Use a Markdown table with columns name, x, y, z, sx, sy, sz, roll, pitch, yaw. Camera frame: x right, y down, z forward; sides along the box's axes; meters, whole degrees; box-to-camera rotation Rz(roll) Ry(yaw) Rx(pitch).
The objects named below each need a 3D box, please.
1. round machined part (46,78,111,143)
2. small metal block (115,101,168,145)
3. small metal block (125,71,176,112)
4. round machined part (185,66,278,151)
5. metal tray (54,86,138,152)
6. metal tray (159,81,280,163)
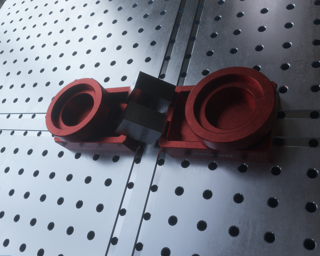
| name | x | y | z | sx | sy | sz | roll | pitch | yaw |
| --- | --- | --- | --- | --- | --- | --- | --- | --- | --- |
| round machined part | -0.114 | -0.022 | 0.455 | 0.098 | 0.042 | 0.098 | -13 | 56 | 21 |
| small metal block | -0.024 | -0.005 | 0.389 | 0.050 | 0.050 | 0.025 | 136 | 151 | -62 |
| small metal block | -0.013 | -0.044 | 0.408 | 0.050 | 0.050 | 0.025 | 136 | 151 | -62 |
| round machined part | 0.081 | -0.018 | 0.350 | 0.098 | 0.042 | 0.098 | -13 | 56 | 21 |
| metal tray | -0.087 | -0.013 | 0.461 | 0.130 | 0.030 | 0.090 | 0 | 63 | 28 |
| metal tray | 0.071 | -0.009 | 0.374 | 0.130 | 0.030 | 0.090 | 1 | 62 | 28 |
